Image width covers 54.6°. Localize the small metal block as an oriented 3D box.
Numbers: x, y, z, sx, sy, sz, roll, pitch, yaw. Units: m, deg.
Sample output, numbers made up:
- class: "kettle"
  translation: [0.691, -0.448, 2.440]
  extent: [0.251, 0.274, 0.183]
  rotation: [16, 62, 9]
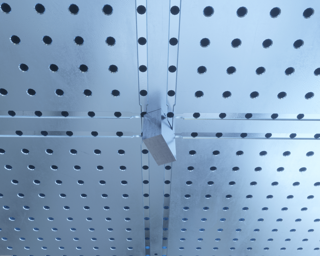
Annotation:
- class: "small metal block"
  translation: [0.000, 0.012, 0.405]
  extent: [0.025, 0.050, 0.050]
  rotation: [-18, 128, 14]
